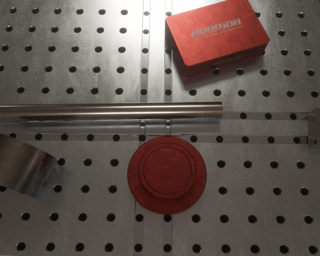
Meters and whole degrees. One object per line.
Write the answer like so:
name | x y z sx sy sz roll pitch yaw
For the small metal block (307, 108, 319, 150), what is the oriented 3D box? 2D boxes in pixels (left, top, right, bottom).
small metal block | 0.228 0.003 0.413 0.050 0.025 0.050 7 70 2

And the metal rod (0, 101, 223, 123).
metal rod | -0.068 -0.021 0.418 0.302 0.025 0.025 -1 70 -1

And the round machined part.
round machined part | 0.009 0.056 0.382 0.099 0.042 0.098 0 70 0

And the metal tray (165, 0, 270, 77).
metal tray | 0.082 -0.137 0.460 0.131 0.030 0.090 -18 71 -7

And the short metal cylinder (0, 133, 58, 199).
short metal cylinder | -0.170 0.045 0.364 0.080 0.080 0.050 19 71 6
